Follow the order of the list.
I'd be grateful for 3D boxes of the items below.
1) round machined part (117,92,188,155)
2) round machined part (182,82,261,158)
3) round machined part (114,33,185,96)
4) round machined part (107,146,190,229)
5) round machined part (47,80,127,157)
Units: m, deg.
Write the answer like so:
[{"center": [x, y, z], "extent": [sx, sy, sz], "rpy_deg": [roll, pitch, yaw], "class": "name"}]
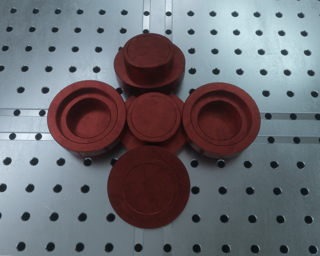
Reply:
[{"center": [-0.008, -0.008, 0.404], "extent": [0.099, 0.042, 0.098], "rpy_deg": [0, 70, -1], "class": "round machined part"}, {"center": [0.077, -0.007, 0.406], "extent": [0.099, 0.042, 0.098], "rpy_deg": [0, 70, -1], "class": "round machined part"}, {"center": [-0.014, -0.092, 0.424], "extent": [0.099, 0.042, 0.098], "rpy_deg": [-1, 56, 1], "class": "round machined part"}, {"center": [-0.013, 0.069, 0.365], "extent": [0.099, 0.042, 0.097], "rpy_deg": [0, 85, 0], "class": "round machined part"}, {"center": [-0.091, -0.010, 0.405], "extent": [0.099, 0.042, 0.098], "rpy_deg": [0, 70, -1], "class": "round machined part"}]
